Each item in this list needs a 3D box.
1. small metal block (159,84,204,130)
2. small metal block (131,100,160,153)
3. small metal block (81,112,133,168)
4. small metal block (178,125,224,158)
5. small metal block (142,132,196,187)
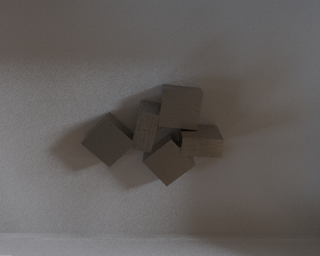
[{"bbox_3d":[0.026,-0.027,0.400,0.050,0.025,0.050,6,110,-3],"label":"small metal block"},{"bbox_3d":[-0.018,-0.003,0.394,0.025,0.050,0.050,12,110,-5],"label":"small metal block"},{"bbox_3d":[-0.068,0.016,0.414,0.050,0.025,0.050,-43,105,14],"label":"small metal block"},{"bbox_3d":[0.052,0.016,0.402,0.050,0.050,0.025,3,110,-2],"label":"small metal block"},{"bbox_3d":[0.012,0.043,0.425,0.050,0.025,0.050,-39,106,12],"label":"small metal block"}]
